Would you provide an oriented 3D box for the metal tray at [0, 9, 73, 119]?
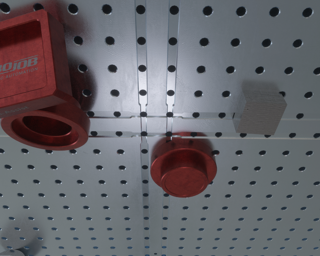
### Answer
[{"bbox_3d":[-0.161,-0.059,0.318,0.131,0.090,0.030,-12,169,10],"label":"metal tray"}]

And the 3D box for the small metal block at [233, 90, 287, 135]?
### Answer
[{"bbox_3d":[0.126,-0.019,0.396,0.050,0.025,0.050,4,130,-4],"label":"small metal block"}]

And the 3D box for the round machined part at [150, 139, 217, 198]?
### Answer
[{"bbox_3d":[0.035,0.066,0.457,0.099,0.042,0.097,0,130,0],"label":"round machined part"}]

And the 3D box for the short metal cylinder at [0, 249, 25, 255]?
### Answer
[{"bbox_3d":[-0.303,0.295,0.624,0.080,0.080,0.050,-3,130,2],"label":"short metal cylinder"}]

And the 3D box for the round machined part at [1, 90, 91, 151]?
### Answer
[{"bbox_3d":[-0.134,-0.012,0.376,0.099,0.042,0.098,1,150,1],"label":"round machined part"}]
